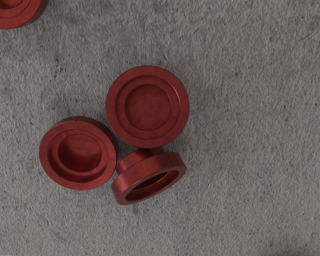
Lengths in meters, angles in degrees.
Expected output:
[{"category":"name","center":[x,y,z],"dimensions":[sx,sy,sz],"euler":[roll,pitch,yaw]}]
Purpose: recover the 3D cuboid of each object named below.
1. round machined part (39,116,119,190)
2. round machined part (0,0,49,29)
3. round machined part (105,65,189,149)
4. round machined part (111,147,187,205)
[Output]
[{"category":"round machined part","center":[-0.103,0.030,0.411],"dimensions":[0.099,0.042,0.097],"euler":[0,110,0]},{"category":"round machined part","center":[-0.170,-0.160,0.340],"dimensions":[0.099,0.042,0.097],"euler":[0,110,0]},{"category":"round machined part","center":[-0.014,-0.025,0.382],"dimensions":[0.099,0.042,0.097],"euler":[0,92,1]},{"category":"round machined part","center":[-0.018,0.057,0.403],"dimensions":[0.098,0.098,0.042],"euler":[-34,65,12]}]
